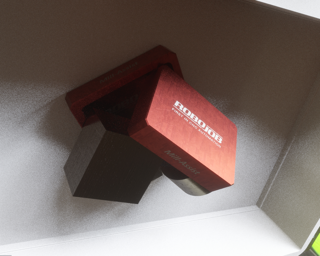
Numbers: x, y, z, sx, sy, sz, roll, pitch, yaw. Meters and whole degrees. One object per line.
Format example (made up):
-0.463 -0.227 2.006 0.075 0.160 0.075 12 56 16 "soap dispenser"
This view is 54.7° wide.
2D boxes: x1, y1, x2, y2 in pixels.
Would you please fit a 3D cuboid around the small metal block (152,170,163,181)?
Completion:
-0.029 0.052 0.425 0.050 0.025 0.050 -26 128 -13 "small metal block"

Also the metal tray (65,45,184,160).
-0.032 -0.029 0.369 0.131 0.030 0.090 -30 129 -10 "metal tray"

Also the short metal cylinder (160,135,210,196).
0.047 0.047 0.428 0.080 0.080 0.050 -43 130 1 "short metal cylinder"

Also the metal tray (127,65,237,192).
0.033 0.002 0.347 0.130 0.090 0.030 37 136 -25 "metal tray"

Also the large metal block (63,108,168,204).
-0.049 0.033 0.344 0.081 0.050 0.080 18 109 -36 "large metal block"
